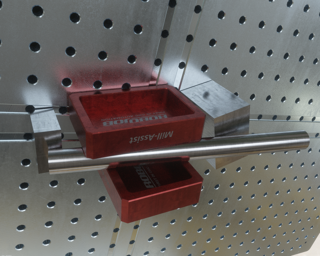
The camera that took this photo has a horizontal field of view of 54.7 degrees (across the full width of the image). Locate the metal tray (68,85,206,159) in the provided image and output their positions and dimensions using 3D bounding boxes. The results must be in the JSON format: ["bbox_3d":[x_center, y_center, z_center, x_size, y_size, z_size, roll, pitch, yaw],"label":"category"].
[{"bbox_3d":[-0.027,-0.013,0.347,0.131,0.090,0.030,-9,123,-24],"label":"metal tray"}]

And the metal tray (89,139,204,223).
[{"bbox_3d":[-0.022,0.043,0.360,0.091,0.130,0.030,-9,123,-24],"label":"metal tray"}]

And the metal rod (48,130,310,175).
[{"bbox_3d":[0.035,0.024,0.349,0.302,0.025,0.025,-4,121,-16],"label":"metal rod"}]

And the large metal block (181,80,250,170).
[{"bbox_3d":[0.072,-0.006,0.412,0.050,0.080,0.079,-21,127,-17],"label":"large metal block"}]

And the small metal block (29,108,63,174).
[{"bbox_3d":[-0.124,0.013,0.336,0.025,0.050,0.050,-8,122,-25],"label":"small metal block"}]
